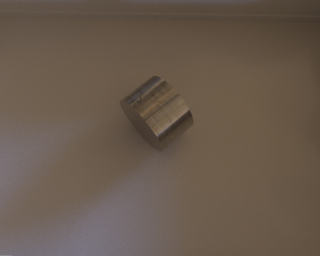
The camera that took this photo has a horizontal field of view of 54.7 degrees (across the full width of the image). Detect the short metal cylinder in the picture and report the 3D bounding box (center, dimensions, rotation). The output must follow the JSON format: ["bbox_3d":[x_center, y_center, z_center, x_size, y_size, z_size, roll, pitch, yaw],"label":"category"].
[{"bbox_3d":[-0.004,-0.017,0.384,0.050,0.080,0.080,-40,75,-13],"label":"short metal cylinder"}]
